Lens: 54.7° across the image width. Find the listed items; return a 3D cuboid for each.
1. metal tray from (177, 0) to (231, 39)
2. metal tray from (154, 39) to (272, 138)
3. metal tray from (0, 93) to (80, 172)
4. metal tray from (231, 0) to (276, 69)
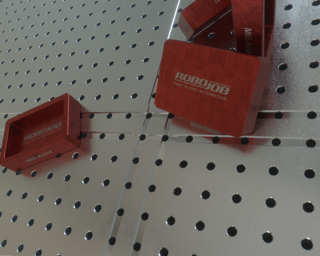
[{"bbox_3d":[0.088,-0.179,0.433,0.130,0.030,0.090,-35,7,4],"label":"metal tray"},{"bbox_3d":[0.057,-0.052,0.375,0.130,0.030,0.089,23,112,36],"label":"metal tray"},{"bbox_3d":[-0.192,0.007,0.498,0.130,0.030,0.090,-21,54,15],"label":"metal tray"},{"bbox_3d":[0.113,-0.133,0.361,0.030,0.130,0.090,10,67,23],"label":"metal tray"}]
